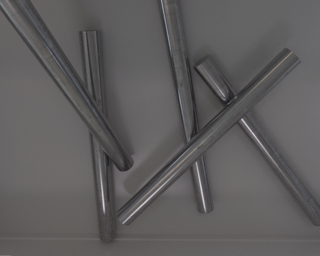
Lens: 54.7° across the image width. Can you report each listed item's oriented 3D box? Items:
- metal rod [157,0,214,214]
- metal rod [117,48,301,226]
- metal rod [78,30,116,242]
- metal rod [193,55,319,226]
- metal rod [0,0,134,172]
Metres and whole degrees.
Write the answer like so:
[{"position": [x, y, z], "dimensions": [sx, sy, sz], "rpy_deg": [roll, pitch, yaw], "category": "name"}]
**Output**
[{"position": [0.037, -0.019, 0.404], "dimensions": [0.025, 0.025, 0.298], "rpy_deg": [-11, 110, 4], "category": "metal rod"}, {"position": [0.051, 0.021, 0.391], "dimensions": [0.025, 0.025, 0.299], "rpy_deg": [41, 105, -14], "category": "metal rod"}, {"position": [-0.082, 0.024, 0.419], "dimensions": [0.025, 0.025, 0.298], "rpy_deg": [-1, 110, 0], "category": "metal rod"}, {"position": [0.145, 0.027, 0.422], "dimensions": [0.025, 0.025, 0.300], "rpy_deg": [-37, 106, 12], "category": "metal rod"}, {"position": [-0.094, -0.045, 0.326], "dimensions": [0.025, 0.025, 0.299], "rpy_deg": [-19, 135, 7], "category": "metal rod"}]
